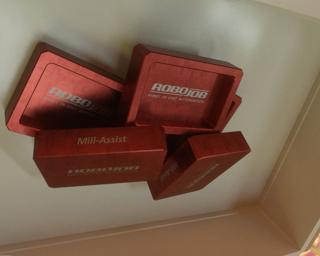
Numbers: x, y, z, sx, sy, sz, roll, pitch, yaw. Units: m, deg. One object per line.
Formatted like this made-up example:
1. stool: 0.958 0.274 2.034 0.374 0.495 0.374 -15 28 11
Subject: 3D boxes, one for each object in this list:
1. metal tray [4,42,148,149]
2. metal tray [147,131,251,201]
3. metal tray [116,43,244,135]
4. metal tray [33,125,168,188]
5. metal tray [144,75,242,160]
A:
1. metal tray: -0.086 -0.024 0.341 0.131 0.030 0.090 21 107 -37
2. metal tray: 0.049 0.054 0.424 0.091 0.030 0.129 -5 150 -33
3. metal tray: 0.024 -0.038 0.355 0.131 0.030 0.089 3 117 -31
4. metal tray: -0.063 0.034 0.347 0.131 0.030 0.090 -3 151 -10
5. metal tray: 0.042 -0.006 0.425 0.091 0.030 0.129 21 107 -37
